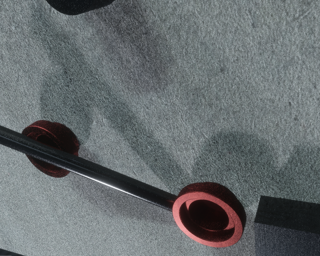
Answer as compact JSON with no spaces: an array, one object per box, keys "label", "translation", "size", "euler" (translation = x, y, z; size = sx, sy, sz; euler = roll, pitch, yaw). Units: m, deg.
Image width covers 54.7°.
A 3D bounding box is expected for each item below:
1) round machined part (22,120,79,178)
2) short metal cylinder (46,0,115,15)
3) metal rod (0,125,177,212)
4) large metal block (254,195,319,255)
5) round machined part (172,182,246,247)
[{"label":"round machined part","translation":[-0.173,0.030,0.505],"size":[0.098,0.042,0.097],"euler":[13,124,21]},{"label":"short metal cylinder","translation":[-0.087,-0.167,0.333],"size":[0.080,0.050,0.079],"euler":[13,124,21]},{"label":"metal rod","translation":[-0.111,0.060,0.458],"size":[0.301,0.025,0.025],"euler":[22,128,-3]},{"label":"large metal block","translation":[0.165,0.137,0.389],"size":[0.080,0.050,0.079],"euler":[3,120,26]},{"label":"round machined part","translation":[0.070,0.114,0.430],"size":[0.098,0.042,0.097],"euler":[13,124,21]}]
